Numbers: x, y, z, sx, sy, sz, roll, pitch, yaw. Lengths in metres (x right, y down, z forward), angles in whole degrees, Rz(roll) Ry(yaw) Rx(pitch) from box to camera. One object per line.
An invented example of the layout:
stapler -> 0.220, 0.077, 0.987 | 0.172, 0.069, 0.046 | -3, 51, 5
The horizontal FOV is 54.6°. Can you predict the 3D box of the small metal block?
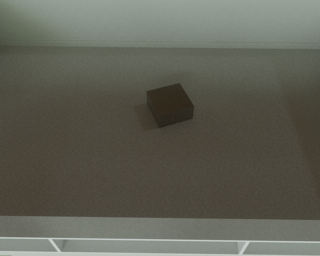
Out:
small metal block -> 0.013, -0.032, 0.432 | 0.050, 0.025, 0.050 | -16, 52, -13
